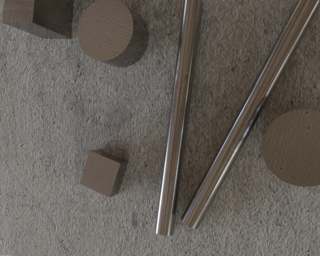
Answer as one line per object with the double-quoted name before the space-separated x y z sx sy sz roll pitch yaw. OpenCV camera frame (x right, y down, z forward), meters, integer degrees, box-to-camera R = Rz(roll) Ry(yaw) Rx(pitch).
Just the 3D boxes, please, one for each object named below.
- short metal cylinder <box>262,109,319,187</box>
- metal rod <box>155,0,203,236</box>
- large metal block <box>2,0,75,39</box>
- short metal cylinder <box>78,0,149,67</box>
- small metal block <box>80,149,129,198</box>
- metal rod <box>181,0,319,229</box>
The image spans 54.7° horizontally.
"short metal cylinder" 0.155 0.020 0.341 0.080 0.050 0.080 0 90 20
"metal rod" 0.024 -0.011 0.400 0.025 0.025 0.298 8 93 20
"large metal block" -0.168 -0.177 0.439 0.050 0.080 0.079 6 92 20
"short metal cylinder" -0.062 -0.126 0.418 0.080 0.050 0.080 0 90 20
"small metal block" -0.079 0.063 0.437 0.050 0.025 0.050 20 97 18
"metal rod" 0.103 -0.011 0.372 0.025 0.025 0.298 29 99 17
